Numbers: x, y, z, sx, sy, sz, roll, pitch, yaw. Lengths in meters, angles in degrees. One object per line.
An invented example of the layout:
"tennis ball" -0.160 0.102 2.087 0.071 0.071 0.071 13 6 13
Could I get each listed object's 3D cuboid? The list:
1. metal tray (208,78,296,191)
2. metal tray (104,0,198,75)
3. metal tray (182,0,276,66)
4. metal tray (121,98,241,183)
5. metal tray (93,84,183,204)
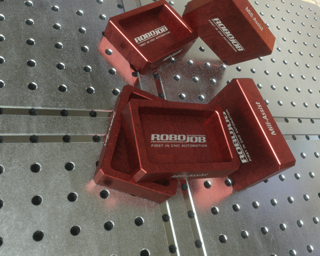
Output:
"metal tray" 0.113 0.009 0.420 0.030 0.090 0.130 -7 66 -31
"metal tray" -0.010 -0.147 0.488 0.090 0.030 0.131 48 51 5
"metal tray" 0.110 -0.158 0.490 0.130 0.090 0.030 36 64 -33
"metal tray" 0.025 0.014 0.369 0.131 0.030 0.090 2 61 -28
"metal tray" -0.020 0.017 0.383 0.090 0.030 0.130 21 54 -16
